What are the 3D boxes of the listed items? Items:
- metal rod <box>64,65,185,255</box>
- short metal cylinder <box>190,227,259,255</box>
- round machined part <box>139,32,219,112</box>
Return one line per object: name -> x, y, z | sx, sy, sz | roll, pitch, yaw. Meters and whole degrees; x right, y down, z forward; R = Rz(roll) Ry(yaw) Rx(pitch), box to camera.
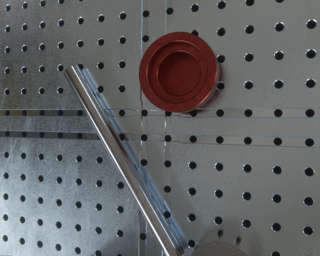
metal rod -> -0.054, 0.041, 0.430 | 0.025, 0.025, 0.299 | -34, 79, 16
short metal cylinder -> 0.077, 0.167, 0.372 | 0.080, 0.050, 0.079 | 0, 90, 19
round machined part -> 0.027, -0.068, 0.394 | 0.098, 0.042, 0.097 | 0, 90, 19
